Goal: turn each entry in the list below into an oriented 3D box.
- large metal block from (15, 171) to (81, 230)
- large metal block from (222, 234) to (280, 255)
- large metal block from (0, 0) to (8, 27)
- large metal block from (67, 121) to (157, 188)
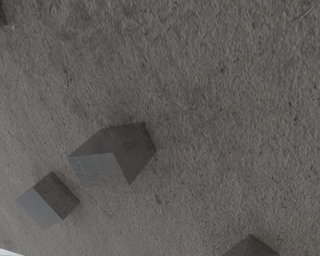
[{"bbox_3d":[-0.214,0.139,0.590,0.080,0.050,0.080,-33,100,38],"label":"large metal block"},{"bbox_3d":[0.119,0.213,0.440,0.050,0.080,0.079,35,129,5],"label":"large metal block"},{"bbox_3d":[-0.269,-0.178,0.422,0.080,0.050,0.079,11,123,22],"label":"large metal block"},{"bbox_3d":[-0.064,0.036,0.428,0.080,0.080,0.050,-9,114,32],"label":"large metal block"}]
